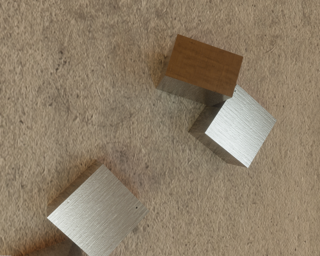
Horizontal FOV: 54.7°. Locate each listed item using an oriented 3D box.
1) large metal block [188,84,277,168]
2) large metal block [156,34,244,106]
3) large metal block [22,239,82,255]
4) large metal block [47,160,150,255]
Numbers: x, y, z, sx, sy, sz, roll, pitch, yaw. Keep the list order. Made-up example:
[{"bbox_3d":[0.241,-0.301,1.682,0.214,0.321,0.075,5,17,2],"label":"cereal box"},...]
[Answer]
[{"bbox_3d":[0.101,-0.003,0.433,0.080,0.050,0.080,38,78,-16],"label":"large metal block"},{"bbox_3d":[0.045,-0.068,0.388,0.080,0.080,0.050,17,84,-7],"label":"large metal block"},{"bbox_3d":[-0.122,0.180,0.340,0.080,0.050,0.080,-19,97,-2],"label":"large metal block"},{"bbox_3d":[-0.074,0.096,0.369,0.080,0.050,0.080,-45,104,-15],"label":"large metal block"}]
